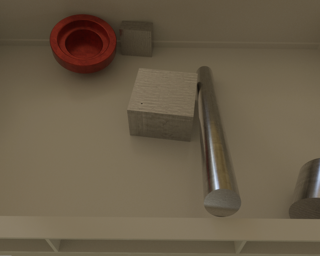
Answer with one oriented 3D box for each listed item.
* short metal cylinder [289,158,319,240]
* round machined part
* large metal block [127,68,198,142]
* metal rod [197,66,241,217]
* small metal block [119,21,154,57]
[{"bbox_3d":[0.177,0.074,0.309,0.080,0.080,0.050,22,53,17],"label":"short metal cylinder"},{"bbox_3d":[-0.118,-0.127,0.487,0.099,0.042,0.098,4,66,-8],"label":"round machined part"},{"bbox_3d":[0.006,-0.032,0.416,0.080,0.050,0.080,6,50,5],"label":"large metal block"},{"bbox_3d":[0.056,-0.016,0.345,0.025,0.025,0.301,4,27,3],"label":"metal rod"},{"bbox_3d":[-0.038,-0.146,0.511,0.050,0.050,0.025,5,50,4],"label":"small metal block"}]
